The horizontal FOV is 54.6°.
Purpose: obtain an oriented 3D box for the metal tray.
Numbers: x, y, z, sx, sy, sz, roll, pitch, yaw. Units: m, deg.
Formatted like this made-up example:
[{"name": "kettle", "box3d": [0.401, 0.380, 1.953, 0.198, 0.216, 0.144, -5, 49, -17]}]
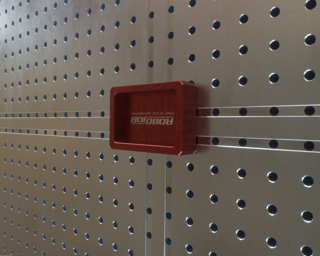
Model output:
[{"name": "metal tray", "box3d": [-0.014, -0.013, 0.418, 0.130, 0.030, 0.090, 2, 91, 40]}]
